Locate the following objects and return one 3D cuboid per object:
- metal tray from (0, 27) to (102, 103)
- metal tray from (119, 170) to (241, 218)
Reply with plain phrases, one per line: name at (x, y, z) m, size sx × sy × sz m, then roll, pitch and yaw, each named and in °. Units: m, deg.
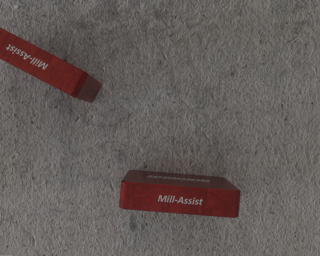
metal tray at (-0.142, -0.076, 0.376) m, size 0.130 × 0.090 × 0.030 m, roll 28°, pitch 90°, yaw 0°
metal tray at (0.022, 0.077, 0.377) m, size 0.131 × 0.090 × 0.030 m, roll 5°, pitch 90°, yaw 0°
